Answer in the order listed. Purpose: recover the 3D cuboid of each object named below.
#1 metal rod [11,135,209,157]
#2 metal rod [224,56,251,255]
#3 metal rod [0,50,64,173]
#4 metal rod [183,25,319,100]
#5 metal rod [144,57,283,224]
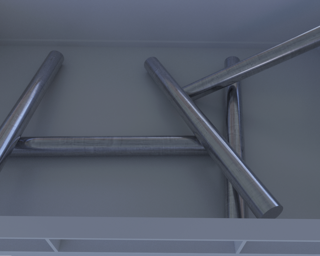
[{"bbox_3d":[-0.078,0.022,0.385,0.302,0.025,0.025,0,50,-1],"label":"metal rod"},{"bbox_3d":[0.095,0.009,0.398,0.025,0.025,0.300,6,50,5],"label":"metal rod"},{"bbox_3d":[-0.175,-0.015,0.387,0.025,0.025,0.300,3,41,2],"label":"metal rod"},{"bbox_3d":[0.169,-0.103,0.409,0.300,0.025,0.025,-23,49,15],"label":"metal rod"},{"bbox_3d":[0.044,-0.011,0.386,0.025,0.025,0.300,-18,44,-15],"label":"metal rod"}]
